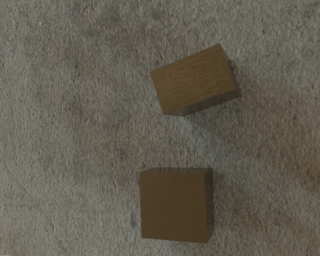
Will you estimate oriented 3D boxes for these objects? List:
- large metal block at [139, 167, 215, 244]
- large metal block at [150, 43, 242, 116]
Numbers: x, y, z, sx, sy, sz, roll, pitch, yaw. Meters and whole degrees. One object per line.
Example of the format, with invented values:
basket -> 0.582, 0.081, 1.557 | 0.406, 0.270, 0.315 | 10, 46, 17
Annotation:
large metal block -> 0.023, 0.092, 0.387 | 0.080, 0.050, 0.079 | -2, 89, 19
large metal block -> 0.046, -0.051, 0.363 | 0.080, 0.080, 0.050 | -19, 84, 18
